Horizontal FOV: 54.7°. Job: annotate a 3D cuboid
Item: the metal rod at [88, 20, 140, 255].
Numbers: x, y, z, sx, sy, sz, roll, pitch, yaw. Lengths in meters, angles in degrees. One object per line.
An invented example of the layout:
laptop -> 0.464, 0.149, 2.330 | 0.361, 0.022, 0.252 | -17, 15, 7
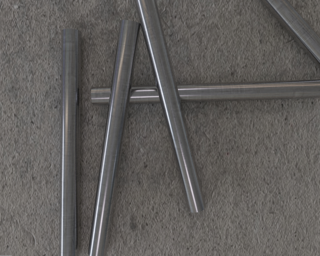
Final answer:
metal rod -> -0.059, 0.019, 0.391 | 0.025, 0.025, 0.298 | 9, 97, 0

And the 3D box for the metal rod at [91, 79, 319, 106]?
metal rod -> 0.063, -0.047, 0.410 | 0.302, 0.025, 0.025 | -2, 90, 0

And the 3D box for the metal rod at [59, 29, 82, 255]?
metal rod -> -0.118, 0.022, 0.408 | 0.025, 0.025, 0.298 | 1, 90, 0

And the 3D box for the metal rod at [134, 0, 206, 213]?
metal rod -> 0.012, -0.036, 0.385 | 0.025, 0.025, 0.298 | -15, 100, 0

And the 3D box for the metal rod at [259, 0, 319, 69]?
metal rod -> 0.166, -0.151, 0.410 | 0.025, 0.025, 0.300 | -41, 90, 0
